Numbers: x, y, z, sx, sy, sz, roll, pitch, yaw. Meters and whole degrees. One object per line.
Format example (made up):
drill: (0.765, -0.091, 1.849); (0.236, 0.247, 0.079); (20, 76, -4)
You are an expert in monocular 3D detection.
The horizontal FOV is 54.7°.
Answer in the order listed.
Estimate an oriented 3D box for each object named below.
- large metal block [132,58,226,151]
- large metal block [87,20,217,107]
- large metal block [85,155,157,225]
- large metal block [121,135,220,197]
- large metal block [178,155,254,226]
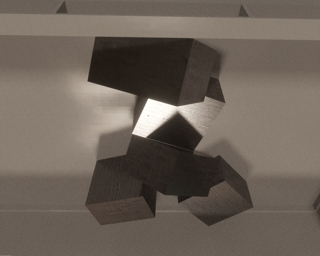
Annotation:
large metal block: (0.019, -0.026, 0.371); (0.081, 0.050, 0.079); (17, 128, -15)
large metal block: (-0.003, -0.056, 0.274); (0.080, 0.080, 0.050); (17, 103, 19)
large metal block: (-0.051, 0.085, 0.443); (0.080, 0.080, 0.050); (-12, 130, 13)
large metal block: (0.013, 0.046, 0.388); (0.080, 0.080, 0.050); (15, 93, -46)
large metal block: (0.083, 0.099, 0.478); (0.080, 0.050, 0.080); (-32, 124, 24)
